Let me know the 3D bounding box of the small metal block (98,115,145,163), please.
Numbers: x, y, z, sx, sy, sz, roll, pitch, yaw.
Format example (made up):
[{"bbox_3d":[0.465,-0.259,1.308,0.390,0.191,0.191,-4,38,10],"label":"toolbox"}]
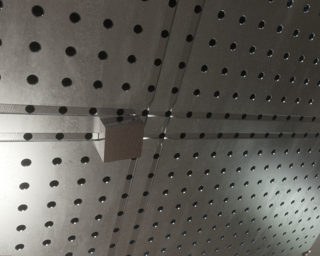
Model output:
[{"bbox_3d":[-0.050,0.013,0.394,0.050,0.025,0.050,-6,121,-26],"label":"small metal block"}]
